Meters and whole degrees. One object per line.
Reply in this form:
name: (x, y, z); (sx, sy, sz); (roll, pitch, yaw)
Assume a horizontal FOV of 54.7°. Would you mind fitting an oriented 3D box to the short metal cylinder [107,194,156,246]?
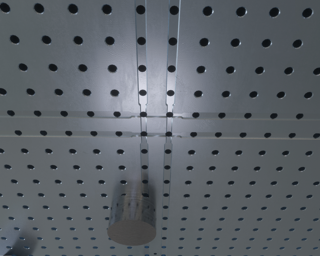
short metal cylinder: (-0.046, 0.157, 0.529); (0.081, 0.050, 0.079); (0, 130, 0)
